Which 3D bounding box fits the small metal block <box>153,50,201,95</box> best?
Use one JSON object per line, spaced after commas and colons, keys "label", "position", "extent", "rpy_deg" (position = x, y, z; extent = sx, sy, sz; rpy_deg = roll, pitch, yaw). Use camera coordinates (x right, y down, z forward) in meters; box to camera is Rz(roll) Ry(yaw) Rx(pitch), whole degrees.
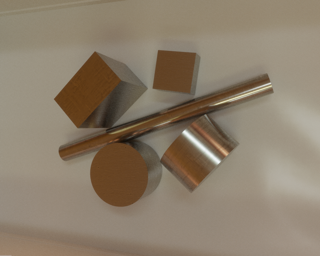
{"label": "small metal block", "position": [0.022, -0.071, 0.400], "extent": [0.050, 0.025, 0.050], "rpy_deg": [9, 93, 19]}

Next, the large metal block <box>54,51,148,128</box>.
{"label": "large metal block", "position": [-0.074, -0.045, 0.405], "extent": [0.080, 0.080, 0.050], "rpy_deg": [-45, 76, 14]}

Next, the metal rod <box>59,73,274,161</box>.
{"label": "metal rod", "position": [-0.006, -0.008, 0.410], "extent": [0.301, 0.025, 0.025], "rpy_deg": [-18, 84, 18]}

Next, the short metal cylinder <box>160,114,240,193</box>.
{"label": "short metal cylinder", "position": [0.047, 0.030, 0.363], "extent": [0.050, 0.080, 0.080], "rpy_deg": [44, 104, 14]}

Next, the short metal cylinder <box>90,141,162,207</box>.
{"label": "short metal cylinder", "position": [-0.044, 0.058, 0.409], "extent": [0.080, 0.050, 0.079], "rpy_deg": [0, 90, 19]}
